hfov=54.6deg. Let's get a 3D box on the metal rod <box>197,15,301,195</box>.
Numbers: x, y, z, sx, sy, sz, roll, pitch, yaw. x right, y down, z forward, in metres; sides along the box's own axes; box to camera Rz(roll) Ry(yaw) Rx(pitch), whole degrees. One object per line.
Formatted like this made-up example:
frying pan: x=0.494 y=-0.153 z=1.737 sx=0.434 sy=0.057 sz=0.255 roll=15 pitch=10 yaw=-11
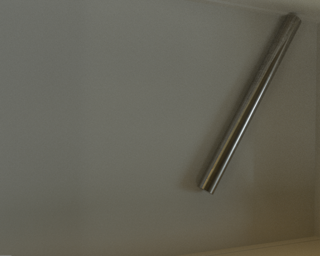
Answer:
metal rod: x=0.136 y=-0.041 z=0.460 sx=0.025 sy=0.025 sz=0.300 roll=33 pitch=79 yaw=-17
